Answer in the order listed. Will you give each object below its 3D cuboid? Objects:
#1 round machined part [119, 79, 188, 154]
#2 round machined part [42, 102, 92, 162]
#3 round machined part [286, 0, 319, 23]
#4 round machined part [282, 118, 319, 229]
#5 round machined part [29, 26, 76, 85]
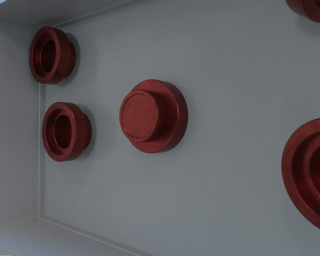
[{"bbox_3d":[-0.015,-0.015,0.406,0.098,0.042,0.097,0,90,39],"label":"round machined part"},{"bbox_3d":[-0.152,0.006,0.518,0.098,0.042,0.097,0,90,39],"label":"round machined part"},{"bbox_3d":[0.137,-0.140,0.248,0.097,0.099,0.042,-59,45,23],"label":"round machined part"},{"bbox_3d":[0.155,0.037,0.254,0.098,0.042,0.097,21,115,55],"label":"round machined part"},{"bbox_3d":[-0.186,-0.125,0.546,0.098,0.042,0.097,0,90,39],"label":"round machined part"}]
